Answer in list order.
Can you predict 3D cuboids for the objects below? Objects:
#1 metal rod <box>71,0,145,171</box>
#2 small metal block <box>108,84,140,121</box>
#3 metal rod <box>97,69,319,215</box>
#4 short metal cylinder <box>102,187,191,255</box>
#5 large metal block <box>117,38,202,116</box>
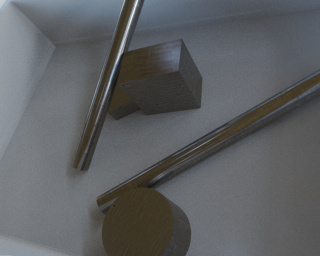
[{"bbox_3d":[-0.062,-0.085,0.413,0.025,0.025,0.298,25,99,36],"label":"metal rod"},{"bbox_3d":[-0.053,-0.046,0.460,0.050,0.025,0.050,-24,53,13],"label":"small metal block"},{"bbox_3d":[0.057,0.020,0.362,0.300,0.025,0.025,-31,52,8],"label":"metal rod"},{"bbox_3d":[-0.013,0.109,0.329,0.080,0.050,0.080,-13,56,20],"label":"short metal cylinder"},{"bbox_3d":[0.004,-0.062,0.406,0.080,0.080,0.050,-7,59,24],"label":"large metal block"}]
